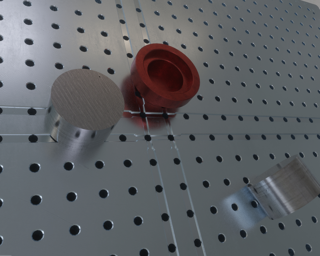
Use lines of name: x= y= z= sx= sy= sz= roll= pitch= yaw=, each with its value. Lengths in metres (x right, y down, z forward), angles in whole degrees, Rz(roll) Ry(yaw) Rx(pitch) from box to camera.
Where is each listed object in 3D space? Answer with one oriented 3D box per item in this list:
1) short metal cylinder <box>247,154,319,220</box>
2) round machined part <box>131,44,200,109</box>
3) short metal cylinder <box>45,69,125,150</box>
short metal cylinder: x=0.165 y=0.078 z=0.414 sx=0.081 sy=0.080 sz=0.050 roll=-25 pitch=76 yaw=-37
round machined part: x=0.004 y=-0.069 z=0.441 sx=0.099 sy=0.042 sz=0.098 roll=14 pitch=56 yaw=-21
short metal cylinder: x=-0.088 y=-0.021 z=0.358 sx=0.081 sy=0.050 sz=0.080 roll=14 pitch=56 yaw=-21
